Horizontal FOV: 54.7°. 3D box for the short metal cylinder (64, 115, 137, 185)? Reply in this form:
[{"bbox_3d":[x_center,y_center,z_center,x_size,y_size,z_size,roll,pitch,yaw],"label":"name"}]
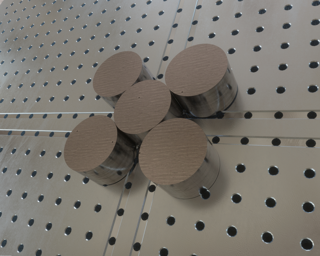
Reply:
[{"bbox_3d":[-0.079,0.030,0.412,0.080,0.050,0.080,-13,56,20],"label":"short metal cylinder"}]

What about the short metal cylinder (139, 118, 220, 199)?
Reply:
[{"bbox_3d":[0.023,0.035,0.357,0.080,0.050,0.080,-13,56,20],"label":"short metal cylinder"}]

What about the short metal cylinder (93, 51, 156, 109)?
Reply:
[{"bbox_3d":[-0.051,-0.066,0.457,0.080,0.050,0.080,-13,56,20],"label":"short metal cylinder"}]

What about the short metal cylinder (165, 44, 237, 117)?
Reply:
[{"bbox_3d":[0.053,-0.061,0.398,0.080,0.050,0.080,-13,56,20],"label":"short metal cylinder"}]

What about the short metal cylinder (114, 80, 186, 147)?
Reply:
[{"bbox_3d":[-0.013,-0.016,0.407,0.080,0.050,0.080,-13,56,20],"label":"short metal cylinder"}]
